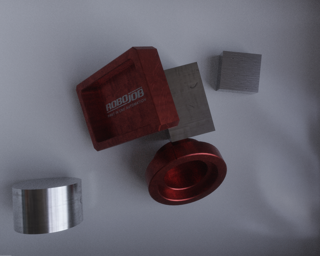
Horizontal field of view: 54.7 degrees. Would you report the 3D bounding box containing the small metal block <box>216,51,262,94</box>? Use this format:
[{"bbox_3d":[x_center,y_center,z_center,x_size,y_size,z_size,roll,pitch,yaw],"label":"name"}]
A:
[{"bbox_3d":[0.104,-0.073,0.413,0.050,0.025,0.050,5,90,-1],"label":"small metal block"}]

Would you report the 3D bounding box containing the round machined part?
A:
[{"bbox_3d":[0.029,0.050,0.386,0.099,0.042,0.097,-10,134,-10],"label":"round machined part"}]

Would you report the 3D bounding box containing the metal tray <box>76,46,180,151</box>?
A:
[{"bbox_3d":[-0.044,-0.029,0.364,0.030,0.130,0.090,-16,88,-44],"label":"metal tray"}]

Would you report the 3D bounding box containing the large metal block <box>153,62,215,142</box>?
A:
[{"bbox_3d":[0.026,-0.029,0.384,0.050,0.080,0.080,-15,90,-2],"label":"large metal block"}]

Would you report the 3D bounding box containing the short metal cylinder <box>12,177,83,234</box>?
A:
[{"bbox_3d":[-0.137,0.092,0.382,0.081,0.080,0.050,-2,90,-1],"label":"short metal cylinder"}]
